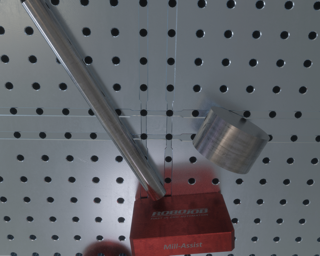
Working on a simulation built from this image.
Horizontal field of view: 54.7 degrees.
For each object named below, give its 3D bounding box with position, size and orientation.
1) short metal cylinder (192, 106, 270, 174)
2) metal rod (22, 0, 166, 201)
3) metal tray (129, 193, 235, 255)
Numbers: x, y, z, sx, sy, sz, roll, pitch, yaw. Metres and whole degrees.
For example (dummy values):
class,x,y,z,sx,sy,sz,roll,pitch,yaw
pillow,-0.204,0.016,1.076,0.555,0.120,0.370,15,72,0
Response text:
class,x,y,z,sx,sy,sz,roll,pitch,yaw
short metal cylinder,0.088,0.014,0.390,0.080,0.080,0.050,24,108,-9
metal rod,-0.075,-0.026,0.403,0.025,0.025,0.299,-28,108,10
metal tray,0.028,0.131,0.426,0.131,0.090,0.030,-5,110,1
